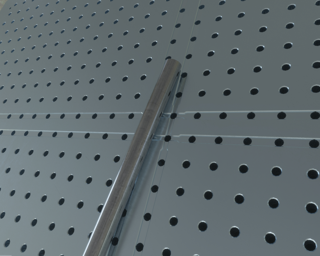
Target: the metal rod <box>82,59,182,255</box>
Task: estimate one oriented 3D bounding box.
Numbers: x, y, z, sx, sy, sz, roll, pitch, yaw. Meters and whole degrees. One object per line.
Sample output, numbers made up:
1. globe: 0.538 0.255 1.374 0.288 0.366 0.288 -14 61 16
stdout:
1. metal rod: -0.032 0.036 0.403 0.025 0.025 0.300 8 66 32
